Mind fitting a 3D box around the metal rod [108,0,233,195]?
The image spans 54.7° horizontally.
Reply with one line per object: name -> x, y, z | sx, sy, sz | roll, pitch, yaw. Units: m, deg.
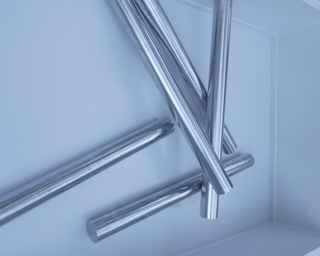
metal rod -> 0.012, -0.047, 0.381 | 0.025, 0.025, 0.299 | -37, 102, -34

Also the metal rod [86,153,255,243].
metal rod -> 0.038, 0.085, 0.438 | 0.302, 0.025, 0.025 | -15, 100, -39

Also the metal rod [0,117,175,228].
metal rod -> -0.097, 0.052, 0.324 | 0.302, 0.025, 0.025 | -27, 107, -37

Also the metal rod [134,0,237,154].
metal rod -> 0.040, -0.070, 0.422 | 0.025, 0.025, 0.300 | -53, 126, -26

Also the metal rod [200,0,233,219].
metal rod -> 0.077, -0.026, 0.425 | 0.025, 0.025, 0.298 | 1, 94, -40
